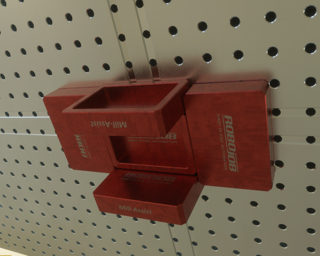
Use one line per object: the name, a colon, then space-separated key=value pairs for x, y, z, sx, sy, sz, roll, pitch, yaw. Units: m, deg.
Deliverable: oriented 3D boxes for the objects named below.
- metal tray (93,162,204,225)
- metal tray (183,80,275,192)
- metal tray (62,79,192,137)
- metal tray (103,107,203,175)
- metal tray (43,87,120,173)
metal tray: x=-0.013 y=0.081 z=0.422 sx=0.130 sy=0.090 sz=0.030 roll=1 pitch=119 yaw=27
metal tray: x=0.084 y=0.012 z=0.368 sx=0.090 sy=0.030 sz=0.129 roll=0 pitch=119 yaw=26
metal tray: x=-0.037 y=-0.025 z=0.372 sx=0.130 sy=0.090 sz=0.030 roll=1 pitch=119 yaw=27
metal tray: x=-0.013 y=0.014 z=0.419 sx=0.130 sy=0.030 sz=0.089 roll=1 pitch=119 yaw=27
metal tray: x=-0.113 y=0.005 z=0.468 sx=0.090 sy=0.030 sz=0.129 roll=1 pitch=119 yaw=27
